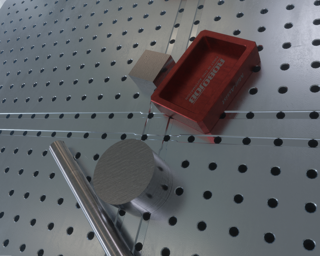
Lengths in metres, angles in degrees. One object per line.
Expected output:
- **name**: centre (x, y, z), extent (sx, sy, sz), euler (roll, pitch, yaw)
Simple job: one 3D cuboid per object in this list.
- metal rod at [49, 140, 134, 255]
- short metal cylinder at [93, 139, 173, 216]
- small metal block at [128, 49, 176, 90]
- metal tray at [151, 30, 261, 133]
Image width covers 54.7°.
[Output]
- **metal rod**: centre (-0.074, 0.112, 0.378), extent (0.025, 0.025, 0.300), euler (-43, 51, -2)
- **short metal cylinder**: centre (-0.032, 0.060, 0.372), extent (0.080, 0.050, 0.080), euler (-13, 56, 21)
- **small metal block**: centre (-0.011, -0.087, 0.468), extent (0.050, 0.025, 0.050), euler (22, 73, 36)
- **metal tray**: centre (0.060, -0.066, 0.414), extent (0.090, 0.030, 0.130), euler (29, 77, 37)
